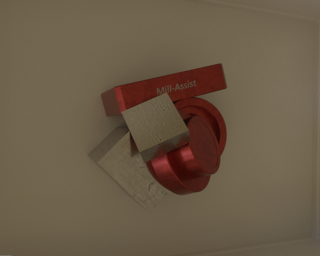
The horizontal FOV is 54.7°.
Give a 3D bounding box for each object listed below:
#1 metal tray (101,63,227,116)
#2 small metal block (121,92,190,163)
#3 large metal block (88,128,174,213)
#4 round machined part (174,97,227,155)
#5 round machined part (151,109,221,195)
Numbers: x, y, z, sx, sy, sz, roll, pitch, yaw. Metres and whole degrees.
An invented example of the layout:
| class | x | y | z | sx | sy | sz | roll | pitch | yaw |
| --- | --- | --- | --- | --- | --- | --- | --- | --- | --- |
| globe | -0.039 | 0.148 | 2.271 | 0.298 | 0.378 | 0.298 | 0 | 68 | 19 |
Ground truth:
| class | x | y | z | sx | sy | sz | roll | pitch | yaw |
| --- | --- | --- | --- | --- | --- | --- | --- | --- | --- |
| metal tray | 0.002 | -0.045 | 0.375 | 0.131 | 0.090 | 0.030 | -16 | 96 | -20 |
| small metal block | -0.004 | -0.001 | 0.310 | 0.050 | 0.025 | 0.050 | -24 | 60 | -6 |
| large metal block | -0.034 | 0.046 | 0.368 | 0.050 | 0.080 | 0.080 | -46 | 105 | -14 |
| round machined part | 0.036 | 0.009 | 0.416 | 0.099 | 0.042 | 0.097 | 0 | 90 | -21 |
| round machined part | 0.034 | 0.024 | 0.352 | 0.098 | 0.042 | 0.098 | 32 | 48 | -43 |
